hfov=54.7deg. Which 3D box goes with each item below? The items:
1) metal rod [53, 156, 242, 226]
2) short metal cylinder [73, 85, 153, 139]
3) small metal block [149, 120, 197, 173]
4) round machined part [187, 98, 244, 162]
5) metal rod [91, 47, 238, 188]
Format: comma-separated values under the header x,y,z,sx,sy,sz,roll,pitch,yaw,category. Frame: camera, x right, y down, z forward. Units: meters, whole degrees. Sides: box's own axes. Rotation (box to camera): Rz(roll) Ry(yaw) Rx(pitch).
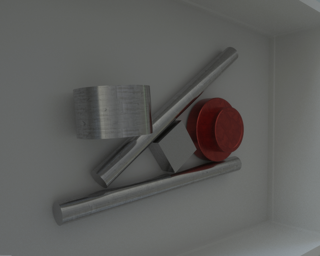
x,y,z,sx,sy,sz,roll,pitch,yaw,category
0.010,0.073,0.415,0.302,0.025,0.025,-7,95,-40,metal rod
-0.049,-0.017,0.330,0.081,0.080,0.050,-7,95,-40,short metal cylinder
0.017,0.024,0.420,0.050,0.025,0.050,-43,116,-32,small metal block
0.090,0.002,0.470,0.099,0.042,0.097,0,90,-40,round machined part
0.024,-0.031,0.427,0.301,0.025,0.025,-44,117,-31,metal rod
